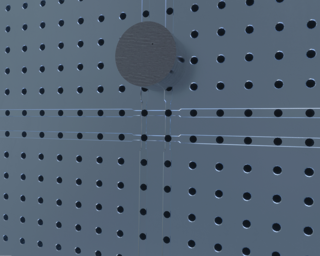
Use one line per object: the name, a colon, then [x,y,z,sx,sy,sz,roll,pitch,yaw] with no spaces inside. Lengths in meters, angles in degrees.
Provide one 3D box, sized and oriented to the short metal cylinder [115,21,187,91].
short metal cylinder: [-0.010,-0.091,0.402,0.080,0.050,0.079,0,90,19]
